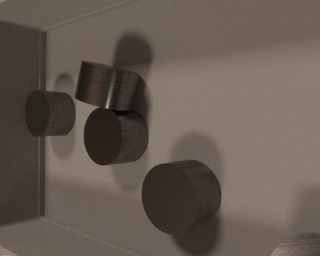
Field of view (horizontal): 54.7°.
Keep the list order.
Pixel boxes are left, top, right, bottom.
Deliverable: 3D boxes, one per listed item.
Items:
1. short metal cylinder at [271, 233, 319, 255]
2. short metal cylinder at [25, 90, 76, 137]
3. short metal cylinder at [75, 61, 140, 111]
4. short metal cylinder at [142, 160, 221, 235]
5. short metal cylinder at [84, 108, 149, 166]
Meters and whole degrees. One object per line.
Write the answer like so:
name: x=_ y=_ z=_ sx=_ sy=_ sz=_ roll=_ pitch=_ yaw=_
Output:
short metal cylinder: x=0.131 y=0.135 z=0.256 sx=0.080 sy=0.050 sz=0.080 roll=-10 pitch=52 yaw=14
short metal cylinder: x=-0.194 y=-0.025 z=0.548 sx=0.080 sy=0.050 sz=0.079 roll=0 pitch=90 yaw=39
short metal cylinder: x=-0.072 y=-0.059 z=0.428 sx=0.080 sy=0.081 sz=0.050 roll=23 pitch=105 yaw=37
short metal cylinder: x=0.025 y=0.080 z=0.369 sx=0.080 sy=0.050 sz=0.079 roll=0 pitch=90 yaw=39
short metal cylinder: x=-0.063 y=0.011 z=0.440 sx=0.080 sy=0.050 sz=0.079 roll=0 pitch=90 yaw=39
